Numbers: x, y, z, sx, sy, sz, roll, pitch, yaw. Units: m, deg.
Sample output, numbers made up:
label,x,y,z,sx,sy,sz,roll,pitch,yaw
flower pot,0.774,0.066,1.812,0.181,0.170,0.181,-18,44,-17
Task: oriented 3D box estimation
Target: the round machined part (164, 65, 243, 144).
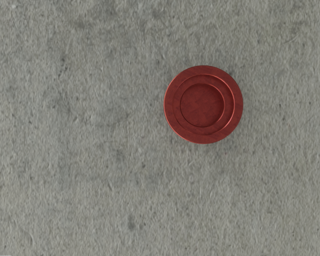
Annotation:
label,x,y,z,sx,sy,sz,roll,pitch,yaw
round machined part,0.054,-0.029,0.402,0.099,0.042,0.097,0,90,-1
